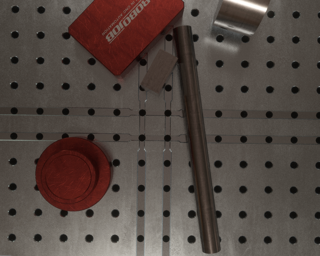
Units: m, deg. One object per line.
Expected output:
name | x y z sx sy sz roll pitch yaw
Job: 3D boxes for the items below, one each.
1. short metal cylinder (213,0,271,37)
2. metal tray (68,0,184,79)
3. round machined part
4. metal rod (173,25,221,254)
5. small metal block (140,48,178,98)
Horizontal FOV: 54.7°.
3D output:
short metal cylinder | 0.103 -0.161 0.387 0.050 0.080 0.080 18 90 0
metal tray | -0.043 -0.142 0.410 0.090 0.030 0.130 43 90 -1
round machined part | -0.114 0.061 0.403 0.099 0.042 0.097 0 90 -1
metal rod | 0.049 0.015 0.414 0.025 0.025 0.298 -8 90 0
small metal block | -0.001 -0.069 0.401 0.025 0.050 0.050 29 90 0
